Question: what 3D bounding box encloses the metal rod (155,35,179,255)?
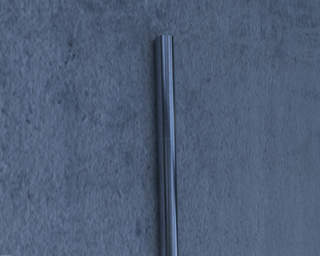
[{"bbox_3d":[0.010,0.029,0.414,0.025,0.025,0.298,-3,92,-40],"label":"metal rod"}]
